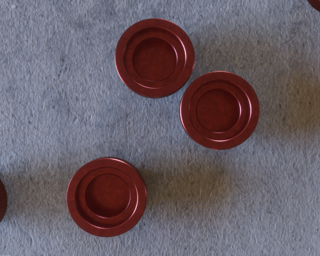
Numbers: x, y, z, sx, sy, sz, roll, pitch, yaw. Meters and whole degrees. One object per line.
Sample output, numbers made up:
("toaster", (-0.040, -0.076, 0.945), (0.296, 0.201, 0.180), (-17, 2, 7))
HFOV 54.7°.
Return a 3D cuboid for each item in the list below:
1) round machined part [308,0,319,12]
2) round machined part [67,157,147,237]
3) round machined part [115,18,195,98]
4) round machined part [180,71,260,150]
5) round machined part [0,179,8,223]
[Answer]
("round machined part", (0.243, -0.202, 0.405), (0.099, 0.042, 0.097), (0, 90, -1))
("round machined part", (-0.066, 0.086, 0.401), (0.099, 0.042, 0.097), (0, 90, -1))
("round machined part", (-0.006, -0.087, 0.401), (0.099, 0.042, 0.097), (0, 90, -1))
("round machined part", (0.074, -0.022, 0.403), (0.099, 0.042, 0.097), (0, 90, -1))
("round machined part", (-0.245, 0.094, 0.398), (0.099, 0.042, 0.097), (0, 90, -1))
